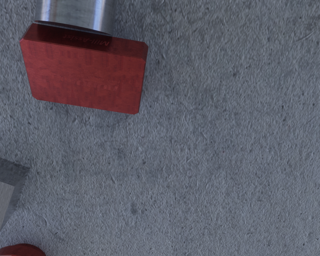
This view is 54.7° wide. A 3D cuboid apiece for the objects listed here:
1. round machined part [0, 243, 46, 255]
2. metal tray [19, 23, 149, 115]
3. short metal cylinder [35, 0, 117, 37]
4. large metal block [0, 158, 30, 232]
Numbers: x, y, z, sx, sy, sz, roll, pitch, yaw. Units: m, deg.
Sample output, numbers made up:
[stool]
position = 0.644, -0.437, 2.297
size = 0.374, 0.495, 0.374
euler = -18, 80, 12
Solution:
[round machined part]
position = -0.214, 0.220, 0.479
size = 0.099, 0.042, 0.097
euler = 0, 110, -1
[metal tray]
position = -0.084, -0.065, 0.360
size = 0.131, 0.030, 0.089
euler = 9, 140, -4
[short metal cylinder]
position = -0.087, -0.130, 0.327
size = 0.081, 0.080, 0.050
euler = 9, 100, -4
[large metal block]
position = -0.239, 0.085, 0.424
size = 0.080, 0.050, 0.079
euler = 23, 108, -9
